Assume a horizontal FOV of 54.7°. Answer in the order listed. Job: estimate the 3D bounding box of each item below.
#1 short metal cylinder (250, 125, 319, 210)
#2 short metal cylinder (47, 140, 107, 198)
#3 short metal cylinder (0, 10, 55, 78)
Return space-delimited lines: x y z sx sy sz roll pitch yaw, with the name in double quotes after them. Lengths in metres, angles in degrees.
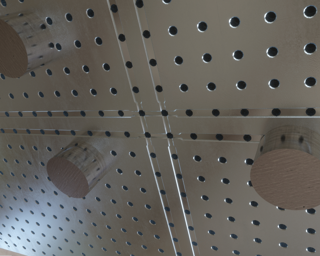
0.146 0.044 0.345 0.080 0.050 0.079 13 124 20 "short metal cylinder"
-0.135 0.067 0.506 0.080 0.050 0.079 13 124 20 "short metal cylinder"
-0.194 -0.115 0.424 0.080 0.050 0.079 13 124 20 "short metal cylinder"
